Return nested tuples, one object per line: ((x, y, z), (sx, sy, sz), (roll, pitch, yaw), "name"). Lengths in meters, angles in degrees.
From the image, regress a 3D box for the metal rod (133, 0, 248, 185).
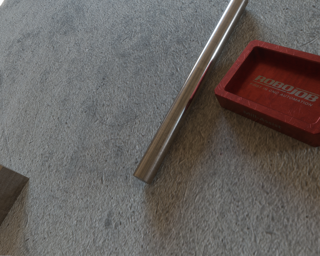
((0.048, -0.063, 0.417), (0.025, 0.025, 0.300), (18, 71, 35), "metal rod")

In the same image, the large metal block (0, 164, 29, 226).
((-0.261, 0.092, 0.468), (0.080, 0.050, 0.080), (14, 69, 33), "large metal block")

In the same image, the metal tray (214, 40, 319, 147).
((0.140, -0.045, 0.354), (0.130, 0.030, 0.090), (30, 78, 37), "metal tray")
